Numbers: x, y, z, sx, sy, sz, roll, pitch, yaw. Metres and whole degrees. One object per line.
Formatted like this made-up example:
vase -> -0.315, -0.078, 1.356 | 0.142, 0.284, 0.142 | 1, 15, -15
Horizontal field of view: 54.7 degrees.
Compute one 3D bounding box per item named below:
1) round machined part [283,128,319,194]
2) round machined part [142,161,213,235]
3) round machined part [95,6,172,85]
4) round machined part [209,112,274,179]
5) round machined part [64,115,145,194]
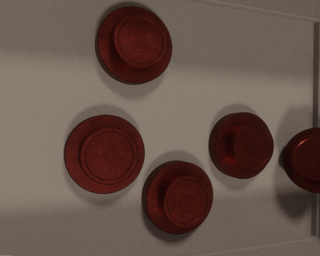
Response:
round machined part -> 0.232, 0.046, 0.457 | 0.042, 0.098, 0.098 | 25, 80, -53
round machined part -> 0.029, 0.094, 0.413 | 0.099, 0.042, 0.097 | 0, 90, -21
round machined part -> -0.030, -0.106, 0.391 | 0.099, 0.042, 0.097 | 0, 90, -21
round machined part -> 0.124, 0.026, 0.449 | 0.099, 0.042, 0.097 | 0, 90, -21
round machined part -> -0.065, 0.032, 0.378 | 0.099, 0.042, 0.097 | 0, 90, -21
